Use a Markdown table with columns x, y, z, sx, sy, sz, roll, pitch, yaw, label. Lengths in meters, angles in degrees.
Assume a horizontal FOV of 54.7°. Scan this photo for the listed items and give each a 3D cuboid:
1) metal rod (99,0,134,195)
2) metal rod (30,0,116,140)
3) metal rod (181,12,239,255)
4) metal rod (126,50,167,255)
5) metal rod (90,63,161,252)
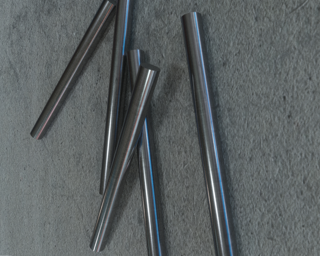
| x | y | z | sx | sy | sz | roll | pitch | yaw | label |
| --- | --- | --- | --- | --- | --- | --- | --- | --- | --- |
| -0.064 | -0.049 | 0.457 | 0.025 | 0.025 | 0.298 | 10 | 97 | 39 | metal rod |
| -0.155 | -0.088 | 0.533 | 0.298 | 0.025 | 0.025 | -50 | 61 | 28 | metal rod |
| 0.057 | 0.013 | 0.357 | 0.025 | 0.025 | 0.298 | -13 | 82 | 39 | metal rod |
| -0.018 | 0.042 | 0.419 | 0.025 | 0.025 | 0.298 | -11 | 83 | 39 | metal rod |
| -0.055 | 0.057 | 0.425 | 0.025 | 0.025 | 0.298 | 37 | 120 | 34 | metal rod |
